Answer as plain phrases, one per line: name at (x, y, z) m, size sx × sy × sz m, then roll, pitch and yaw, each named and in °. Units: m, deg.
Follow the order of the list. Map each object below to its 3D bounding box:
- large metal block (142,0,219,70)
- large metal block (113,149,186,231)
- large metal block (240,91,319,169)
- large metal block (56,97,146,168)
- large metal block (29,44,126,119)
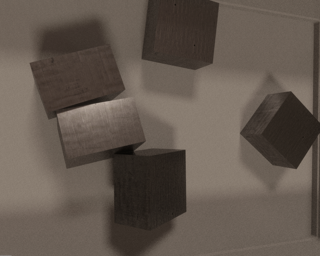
large metal block at (0.026, -0.127, 0.408) m, size 0.081 × 0.050 × 0.080 m, roll 7°, pitch 88°, yaw -20°
large metal block at (-0.010, 0.068, 0.375) m, size 0.080 × 0.050 × 0.079 m, roll -2°, pitch 92°, yaw -57°
large metal block at (0.183, 0.003, 0.467) m, size 0.080 × 0.050 × 0.080 m, roll 42°, pitch 77°, yaw -16°
large metal block at (-0.070, 0.008, 0.351) m, size 0.081 × 0.080 × 0.050 m, roll -12°, pitch 80°, yaw -20°
large metal block at (-0.093, -0.049, 0.346) m, size 0.081 × 0.080 × 0.050 m, roll -20°, pitch 93°, yaw -19°
